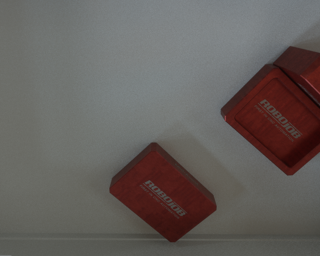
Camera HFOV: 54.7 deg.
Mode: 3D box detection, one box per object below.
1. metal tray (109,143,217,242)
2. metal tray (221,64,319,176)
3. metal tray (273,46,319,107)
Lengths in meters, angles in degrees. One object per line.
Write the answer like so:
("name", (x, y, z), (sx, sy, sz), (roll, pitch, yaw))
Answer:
("metal tray", (0.005, 0.094, 0.444), (0.090, 0.030, 0.130), (-43, 105, 14))
("metal tray", (0.157, -0.009, 0.407), (0.130, 0.030, 0.090), (39, 105, -14))
("metal tray", (0.201, -0.038, 0.365), (0.130, 0.090, 0.030), (39, 105, -14))
